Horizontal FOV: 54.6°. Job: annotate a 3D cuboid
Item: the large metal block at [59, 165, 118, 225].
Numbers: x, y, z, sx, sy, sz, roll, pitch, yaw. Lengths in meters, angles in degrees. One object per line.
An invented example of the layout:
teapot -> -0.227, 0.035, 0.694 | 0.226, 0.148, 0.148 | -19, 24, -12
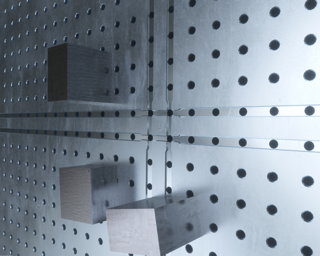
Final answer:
large metal block -> -0.112, 0.101, 0.487 | 0.080, 0.050, 0.080 | -5, 87, 40

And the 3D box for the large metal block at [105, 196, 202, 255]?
large metal block -> -0.007, 0.116, 0.380 | 0.080, 0.081, 0.050 | -13, 82, 39

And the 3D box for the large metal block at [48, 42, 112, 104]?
large metal block -> -0.122, -0.079, 0.476 | 0.050, 0.081, 0.080 | 0, 90, 40
